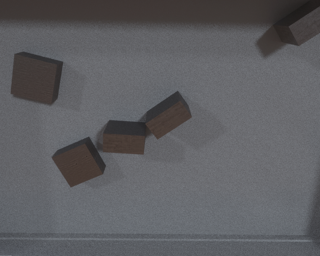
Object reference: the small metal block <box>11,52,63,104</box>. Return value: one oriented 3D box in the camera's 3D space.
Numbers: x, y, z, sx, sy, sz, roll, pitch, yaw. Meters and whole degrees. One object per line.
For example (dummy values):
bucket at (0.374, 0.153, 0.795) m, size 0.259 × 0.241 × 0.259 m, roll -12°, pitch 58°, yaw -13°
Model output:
small metal block at (-0.153, -0.063, 0.387) m, size 0.050 × 0.025 × 0.050 m, roll 14°, pitch 110°, yaw -5°

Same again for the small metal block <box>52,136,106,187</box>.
small metal block at (-0.111, 0.047, 0.427) m, size 0.050 × 0.025 × 0.050 m, roll -23°, pitch 109°, yaw 8°

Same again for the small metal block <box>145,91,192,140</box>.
small metal block at (0.010, -0.017, 0.391) m, size 0.050 × 0.050 × 0.025 m, roll -33°, pitch 107°, yaw 11°

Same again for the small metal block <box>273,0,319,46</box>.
small metal block at (0.166, -0.121, 0.355) m, size 0.050 × 0.050 × 0.025 m, roll -33°, pitch 107°, yaw 11°

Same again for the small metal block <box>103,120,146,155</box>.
small metal block at (-0.044, 0.011, 0.402) m, size 0.050 × 0.050 × 0.025 m, roll 4°, pitch 110°, yaw -2°
